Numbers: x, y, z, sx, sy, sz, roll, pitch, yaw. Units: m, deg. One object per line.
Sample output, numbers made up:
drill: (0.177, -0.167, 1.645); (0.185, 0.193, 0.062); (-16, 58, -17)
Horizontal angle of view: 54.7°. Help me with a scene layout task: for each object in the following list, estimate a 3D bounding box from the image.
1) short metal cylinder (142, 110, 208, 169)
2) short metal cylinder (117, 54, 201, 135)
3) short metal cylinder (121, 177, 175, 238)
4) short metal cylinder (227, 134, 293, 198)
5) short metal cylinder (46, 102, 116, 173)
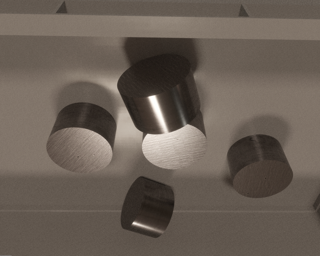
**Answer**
short metal cylinder: (0.018, 0.008, 0.400); (0.081, 0.050, 0.079); (0, 130, 0)
short metal cylinder: (0.000, -0.038, 0.340); (0.080, 0.080, 0.050); (-13, 129, 10)
short metal cylinder: (-0.020, 0.122, 0.477); (0.050, 0.080, 0.080); (24, 126, -19)
short metal cylinder: (0.140, 0.055, 0.442); (0.081, 0.050, 0.079); (0, 130, 0)
short metal cylinder: (-0.100, 0.013, 0.403); (0.081, 0.050, 0.079); (0, 130, 0)
